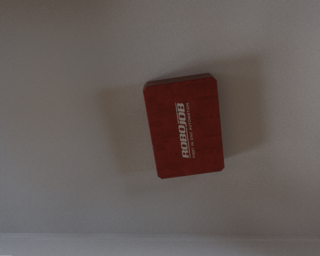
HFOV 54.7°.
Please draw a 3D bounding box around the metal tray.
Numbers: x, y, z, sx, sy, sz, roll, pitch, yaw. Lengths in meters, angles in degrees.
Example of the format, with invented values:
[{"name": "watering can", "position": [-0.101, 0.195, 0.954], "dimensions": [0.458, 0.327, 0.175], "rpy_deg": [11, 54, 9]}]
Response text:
[{"name": "metal tray", "position": [0.033, -0.001, 0.409], "dimensions": [0.091, 0.030, 0.129], "rpy_deg": [-8, 110, 2]}]
